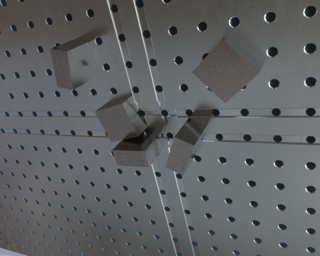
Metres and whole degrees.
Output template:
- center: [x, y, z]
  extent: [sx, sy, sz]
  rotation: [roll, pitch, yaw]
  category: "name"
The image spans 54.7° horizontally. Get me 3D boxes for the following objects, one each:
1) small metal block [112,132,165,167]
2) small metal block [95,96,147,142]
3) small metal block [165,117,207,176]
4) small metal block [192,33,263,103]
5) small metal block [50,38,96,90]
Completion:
- center: [-0.029, 0.028, 0.426]
  extent: [0.050, 0.050, 0.025]
  rotation: [0, 118, 28]
  category: "small metal block"
- center: [-0.054, -0.012, 0.431]
  extent: [0.050, 0.025, 0.050]
  rotation: [-13, 112, 33]
  category: "small metal block"
- center: [0.033, 0.023, 0.391]
  extent: [0.025, 0.050, 0.050]
  rotation: [24, 127, 13]
  category: "small metal block"
- center: [0.072, -0.064, 0.333]
  extent: [0.050, 0.025, 0.050]
  rotation: [43, 129, -2]
  category: "small metal block"
- center: [-0.110, -0.083, 0.400]
  extent: [0.025, 0.050, 0.050]
  rotation: [13, 124, 21]
  category: "small metal block"
